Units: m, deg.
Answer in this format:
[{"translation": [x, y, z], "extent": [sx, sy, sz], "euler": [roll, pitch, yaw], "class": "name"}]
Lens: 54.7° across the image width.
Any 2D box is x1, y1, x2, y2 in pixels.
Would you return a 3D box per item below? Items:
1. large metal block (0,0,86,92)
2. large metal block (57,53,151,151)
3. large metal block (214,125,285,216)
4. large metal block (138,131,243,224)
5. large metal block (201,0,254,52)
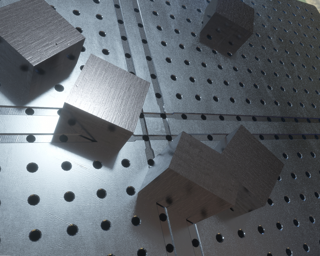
[{"translation": [-0.153, -0.103, 0.374], "extent": [0.080, 0.050, 0.080], "euler": [43, 51, 1], "class": "large metal block"}, {"translation": [-0.066, -0.030, 0.376], "extent": [0.080, 0.050, 0.080], "euler": [25, 53, -13], "class": "large metal block"}, {"translation": [0.109, 0.056, 0.419], "extent": [0.080, 0.050, 0.080], "euler": [44, 51, 1], "class": "large metal block"}, {"translation": [0.034, 0.060, 0.356], "extent": [0.080, 0.080, 0.050], "euler": [31, 52, -9], "class": "large metal block"}, {"translation": [0.130, -0.206, 0.590], "extent": [0.080, 0.050, 0.080], "euler": [25, 53, -14], "class": "large metal block"}]
